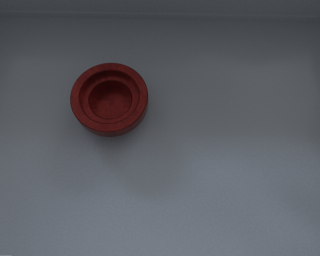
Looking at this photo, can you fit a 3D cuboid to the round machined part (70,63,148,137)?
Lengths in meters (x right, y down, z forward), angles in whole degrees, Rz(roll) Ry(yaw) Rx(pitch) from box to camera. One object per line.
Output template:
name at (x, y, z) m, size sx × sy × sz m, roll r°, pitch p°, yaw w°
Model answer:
round machined part at (-0.065, -0.034, 0.412) m, size 0.099 × 0.042 × 0.098 m, roll 0°, pitch 70°, yaw -1°
